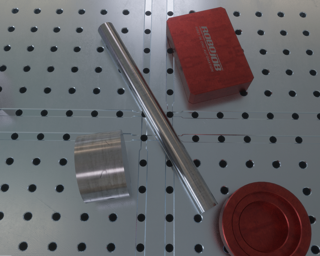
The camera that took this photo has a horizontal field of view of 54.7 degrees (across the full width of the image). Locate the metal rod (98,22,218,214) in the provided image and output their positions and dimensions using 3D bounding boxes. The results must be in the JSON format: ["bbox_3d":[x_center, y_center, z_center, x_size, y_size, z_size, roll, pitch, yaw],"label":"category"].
[{"bbox_3d":[-0.011,-0.026,0.420,0.025,0.025,0.299,-27,72,-9],"label":"metal rod"}]

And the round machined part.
[{"bbox_3d":[0.118,0.115,0.361,0.099,0.042,0.098,0,70,0],"label":"round machined part"}]

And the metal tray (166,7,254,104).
[{"bbox_3d":[0.069,-0.107,0.449,0.091,0.030,0.130,-14,71,-5],"label":"metal tray"}]

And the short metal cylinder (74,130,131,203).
[{"bbox_3d":[-0.065,0.045,0.366,0.050,0.080,0.080,-8,70,-3],"label":"short metal cylinder"}]
